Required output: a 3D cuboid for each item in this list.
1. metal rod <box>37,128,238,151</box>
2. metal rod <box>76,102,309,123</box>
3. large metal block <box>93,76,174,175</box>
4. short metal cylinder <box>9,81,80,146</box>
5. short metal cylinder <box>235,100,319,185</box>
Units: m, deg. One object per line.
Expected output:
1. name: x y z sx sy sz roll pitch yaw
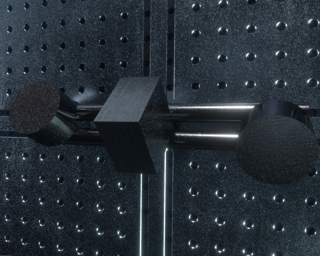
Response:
1. metal rod: -0.044 0.014 0.427 0.301 0.025 0.025 1 90 19
2. metal rod: 0.026 -0.020 0.402 0.301 0.025 0.025 1 90 19
3. large metal block: -0.025 -0.004 0.360 0.050 0.080 0.080 1 132 20
4. short metal cylinder: -0.163 -0.019 0.441 0.080 0.050 0.080 -7 65 16
5. short metal cylinder: 0.127 0.015 0.340 0.080 0.050 0.079 8 115 17
